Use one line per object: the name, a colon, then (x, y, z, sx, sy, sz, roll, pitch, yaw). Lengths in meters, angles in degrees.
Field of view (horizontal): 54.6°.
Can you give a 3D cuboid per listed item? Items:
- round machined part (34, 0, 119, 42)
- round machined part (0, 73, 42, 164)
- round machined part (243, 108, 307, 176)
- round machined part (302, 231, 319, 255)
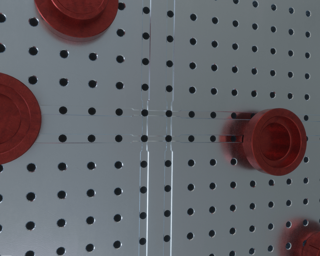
round machined part: (-0.098, -0.156, 0.367, 0.099, 0.042, 0.097, 0, 90, -20)
round machined part: (-0.181, -0.010, 0.337, 0.099, 0.042, 0.097, 0, 90, -20)
round machined part: (0.166, 0.020, 0.464, 0.099, 0.042, 0.097, 0, 90, -20)
round machined part: (0.273, 0.210, 0.504, 0.099, 0.042, 0.097, 0, 90, -20)
